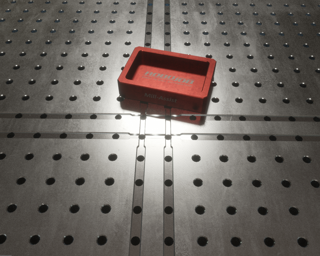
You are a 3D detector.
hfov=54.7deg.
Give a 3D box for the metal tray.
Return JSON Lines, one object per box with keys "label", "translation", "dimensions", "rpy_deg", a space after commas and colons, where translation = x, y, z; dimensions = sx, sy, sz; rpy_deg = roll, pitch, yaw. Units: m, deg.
{"label": "metal tray", "translation": [0.013, -0.076, 0.468], "dimensions": [0.131, 0.030, 0.090], "rpy_deg": [12, 51, 9]}
